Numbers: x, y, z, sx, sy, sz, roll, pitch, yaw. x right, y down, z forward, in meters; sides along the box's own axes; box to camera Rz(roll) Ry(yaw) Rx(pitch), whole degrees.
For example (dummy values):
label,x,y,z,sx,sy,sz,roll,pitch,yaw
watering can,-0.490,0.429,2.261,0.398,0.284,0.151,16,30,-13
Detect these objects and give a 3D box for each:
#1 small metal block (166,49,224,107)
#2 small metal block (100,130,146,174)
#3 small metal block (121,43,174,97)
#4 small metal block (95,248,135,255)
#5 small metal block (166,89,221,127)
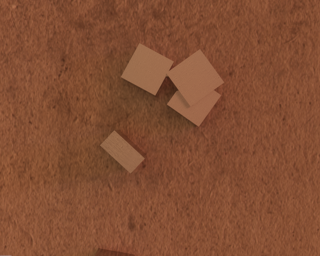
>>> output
label,x,y,z,sx,sy,sz,roll,pitch,yaw
small metal block,0.043,-0.061,0.386,0.050,0.025,0.050,-36,90,-1
small metal block,-0.045,0.029,0.397,0.050,0.050,0.025,43,90,-1
small metal block,-0.016,-0.075,0.410,0.050,0.025,0.050,28,90,-1
small metal block,-0.064,0.193,0.409,0.050,0.025,0.050,11,90,-1
small metal block,0.044,-0.036,0.411,0.050,0.025,0.050,35,90,-1
